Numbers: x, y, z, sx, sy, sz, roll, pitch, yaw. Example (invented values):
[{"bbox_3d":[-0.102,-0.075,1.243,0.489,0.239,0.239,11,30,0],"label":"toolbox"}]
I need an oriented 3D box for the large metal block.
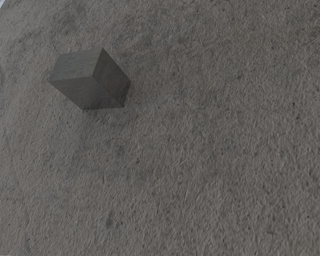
[{"bbox_3d":[-0.103,-0.071,0.468,0.080,0.080,0.050,-1,61,28],"label":"large metal block"}]
